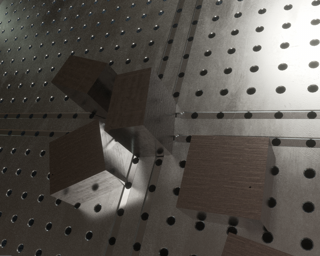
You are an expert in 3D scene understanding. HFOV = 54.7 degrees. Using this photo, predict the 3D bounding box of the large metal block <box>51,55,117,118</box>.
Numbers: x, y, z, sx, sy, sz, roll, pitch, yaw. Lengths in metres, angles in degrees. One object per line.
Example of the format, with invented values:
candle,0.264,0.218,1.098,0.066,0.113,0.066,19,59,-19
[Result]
large metal block,-0.096,-0.057,0.456,0.080,0.080,0.050,19,72,35

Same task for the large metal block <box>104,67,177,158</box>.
large metal block,-0.020,-0.016,0.392,0.050,0.080,0.080,-8,59,24

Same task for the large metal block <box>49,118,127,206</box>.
large metal block,-0.097,0.046,0.413,0.080,0.050,0.080,-25,53,12

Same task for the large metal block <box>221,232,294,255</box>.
large metal block,0.089,0.144,0.257,0.080,0.050,0.080,12,67,32

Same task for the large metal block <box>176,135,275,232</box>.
large metal block,0.071,0.055,0.321,0.080,0.050,0.080,1,62,28
